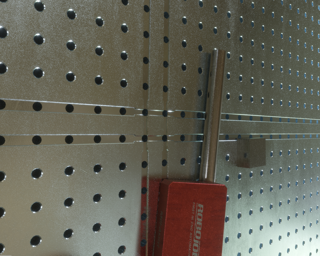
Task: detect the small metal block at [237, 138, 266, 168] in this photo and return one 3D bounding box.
[{"bbox_3d":[0.163,0.043,0.549,0.050,0.025,0.050,-1,91,-40],"label":"small metal block"}]

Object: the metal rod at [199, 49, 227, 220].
[{"bbox_3d":[0.077,0.028,0.476,0.025,0.025,0.298,10,84,-40],"label":"metal rod"}]

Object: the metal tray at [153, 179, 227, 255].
[{"bbox_3d":[0.042,0.139,0.426,0.091,0.030,0.129,8,85,-22],"label":"metal tray"}]
